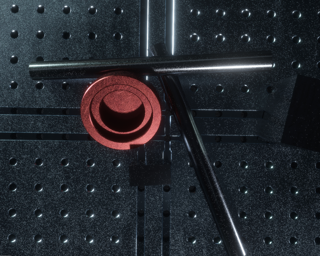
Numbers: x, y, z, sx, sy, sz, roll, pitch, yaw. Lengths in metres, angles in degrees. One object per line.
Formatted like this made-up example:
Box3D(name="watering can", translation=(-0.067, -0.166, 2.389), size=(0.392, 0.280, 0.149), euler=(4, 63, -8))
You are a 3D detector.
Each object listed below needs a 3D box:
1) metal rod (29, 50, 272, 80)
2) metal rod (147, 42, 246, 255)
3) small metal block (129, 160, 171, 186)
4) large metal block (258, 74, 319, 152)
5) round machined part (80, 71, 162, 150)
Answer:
Box3D(name="metal rod", translation=(-0.018, -0.078, 0.390), size=(0.302, 0.025, 0.025), euler=(-1, 90, 8))
Box3D(name="metal rod", translation=(0.049, 0.030, 0.414), size=(0.025, 0.025, 0.299), euler=(-21, 90, 0))
Box3D(name="small metal block", translation=(-0.012, 0.057, 0.401), size=(0.050, 0.050, 0.025), euler=(-3, 90, -1))
Box3D(name="large metal block", translation=(0.169, -0.016, 0.388), size=(0.050, 0.080, 0.080), euler=(14, 90, 0))
Box3D(name="round machined part", translation=(-0.047, -0.025, 0.393), size=(0.099, 0.042, 0.097), euler=(0, 114, 0))
